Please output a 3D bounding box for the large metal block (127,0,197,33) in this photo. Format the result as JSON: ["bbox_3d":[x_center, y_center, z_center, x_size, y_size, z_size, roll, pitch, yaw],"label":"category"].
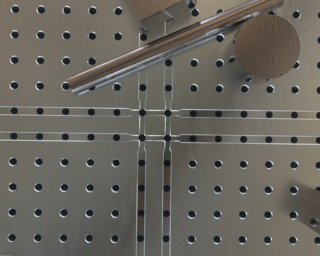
[{"bbox_3d":[-0.005,-0.184,0.401,0.080,0.050,0.080,-26,90,-1],"label":"large metal block"}]

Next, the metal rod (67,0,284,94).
[{"bbox_3d":[0.021,-0.115,0.413,0.301,0.025,0.025,-23,90,-1],"label":"metal rod"}]

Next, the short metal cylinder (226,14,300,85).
[{"bbox_3d":[0.131,-0.099,0.403,0.081,0.050,0.079,0,90,-1],"label":"short metal cylinder"}]

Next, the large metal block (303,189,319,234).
[{"bbox_3d":[0.244,0.120,0.389,0.080,0.080,0.050,18,90,-1],"label":"large metal block"}]
